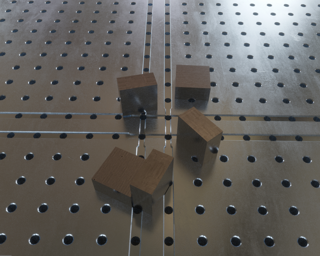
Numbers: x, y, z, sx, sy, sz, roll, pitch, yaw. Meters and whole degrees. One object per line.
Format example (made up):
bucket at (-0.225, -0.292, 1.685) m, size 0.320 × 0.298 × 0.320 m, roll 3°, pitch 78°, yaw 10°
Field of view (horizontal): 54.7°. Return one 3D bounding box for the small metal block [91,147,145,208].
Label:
small metal block at (-0.042, 0.056, 0.360) m, size 0.050 × 0.025 × 0.050 m, roll 21°, pitch 53°, yaw 17°

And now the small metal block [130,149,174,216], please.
small metal block at (-0.008, 0.060, 0.341) m, size 0.025 × 0.050 × 0.050 m, roll 22°, pitch 54°, yaw 17°

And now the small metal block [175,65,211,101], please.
small metal block at (0.049, -0.069, 0.466) m, size 0.050 × 0.025 × 0.050 m, roll 3°, pitch 50°, yaw 2°

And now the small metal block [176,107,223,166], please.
small metal block at (0.047, 0.010, 0.383) m, size 0.025 × 0.050 × 0.050 m, roll -31°, pitch 57°, yaw -24°

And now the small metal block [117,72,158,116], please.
small metal block at (-0.031, -0.046, 0.430) m, size 0.050 × 0.050 × 0.025 m, roll -11°, pitch 51°, yaw -9°
